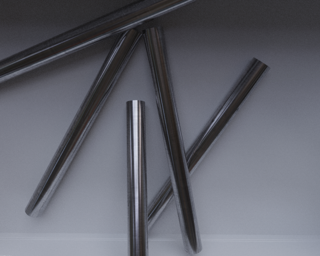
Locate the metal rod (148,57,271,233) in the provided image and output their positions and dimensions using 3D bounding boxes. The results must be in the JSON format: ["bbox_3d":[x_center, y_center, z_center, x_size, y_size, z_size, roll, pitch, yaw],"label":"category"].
[{"bbox_3d":[0.047,0.039,0.425,0.025,0.025,0.299,30,107,-11],"label":"metal rod"}]

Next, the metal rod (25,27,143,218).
[{"bbox_3d":[-0.108,0.002,0.411,0.025,0.025,0.298,30,107,-11],"label":"metal rod"}]

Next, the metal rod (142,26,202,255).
[{"bbox_3d":[0.019,0.025,0.399,0.025,0.025,0.298,-10,102,3],"label":"metal rod"}]

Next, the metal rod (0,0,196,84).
[{"bbox_3d":[-0.105,-0.099,0.359,0.301,0.025,0.025,-19,109,12],"label":"metal rod"}]

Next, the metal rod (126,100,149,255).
[{"bbox_3d":[-0.027,0.114,0.377,0.025,0.025,0.298,-2,81,0],"label":"metal rod"}]
